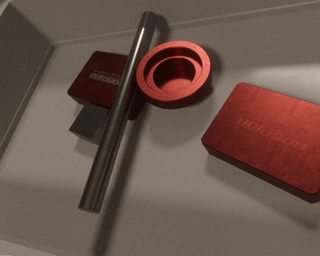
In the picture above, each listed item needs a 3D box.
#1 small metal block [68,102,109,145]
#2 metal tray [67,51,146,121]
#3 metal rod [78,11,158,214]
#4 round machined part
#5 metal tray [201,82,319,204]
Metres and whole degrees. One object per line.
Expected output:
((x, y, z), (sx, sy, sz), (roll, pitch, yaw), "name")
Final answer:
((-0.099, -0.006, 0.459), (0.050, 0.025, 0.050), (17, 70, 34), "small metal block")
((-0.073, -0.070, 0.482), (0.130, 0.030, 0.090), (18, 71, 34), "metal tray")
((-0.048, -0.038, 0.413), (0.025, 0.025, 0.299), (0, 62, 28), "metal rod")
((0.021, -0.066, 0.415), (0.098, 0.042, 0.098), (-6, 60, 11), "round machined part")
((0.122, 0.010, 0.332), (0.130, 0.030, 0.090), (26, 75, 36), "metal tray")
